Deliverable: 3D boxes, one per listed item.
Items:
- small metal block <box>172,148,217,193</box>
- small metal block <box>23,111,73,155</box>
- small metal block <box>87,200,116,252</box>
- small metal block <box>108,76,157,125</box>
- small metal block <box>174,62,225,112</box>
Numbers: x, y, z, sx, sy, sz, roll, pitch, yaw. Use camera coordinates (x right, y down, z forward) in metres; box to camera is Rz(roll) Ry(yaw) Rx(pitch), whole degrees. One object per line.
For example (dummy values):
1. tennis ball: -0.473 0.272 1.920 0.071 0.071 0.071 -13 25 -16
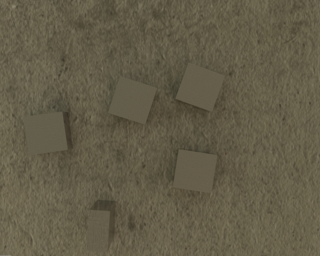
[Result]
1. small metal block: 0.045 0.056 0.411 0.050 0.025 0.050 9 90 -1
2. small metal block: -0.146 0.007 0.408 0.050 0.025 0.050 -8 90 -1
3. small metal block: -0.074 0.124 0.397 0.025 0.050 0.050 4 90 0
4. small metal block: -0.035 -0.036 0.410 0.050 0.025 0.050 18 90 -1
5. small metal block: 0.052 -0.053 0.411 0.050 0.025 0.050 20 90 -1
